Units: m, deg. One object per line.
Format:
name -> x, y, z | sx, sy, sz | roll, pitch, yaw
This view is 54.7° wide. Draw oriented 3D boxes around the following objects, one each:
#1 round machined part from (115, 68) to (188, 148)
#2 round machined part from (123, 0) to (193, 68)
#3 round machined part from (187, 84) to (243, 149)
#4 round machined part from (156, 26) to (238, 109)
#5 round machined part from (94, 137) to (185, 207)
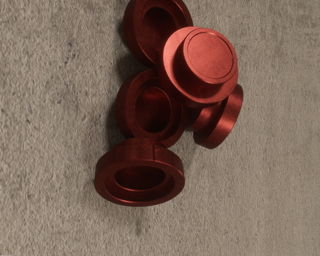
round machined part -> -0.014, -0.022, 0.384 | 0.099, 0.042, 0.097 | 0, 90, -40
round machined part -> -0.006, -0.121, 0.391 | 0.099, 0.042, 0.097 | 0, 90, -40
round machined part -> 0.068, -0.024, 0.424 | 0.042, 0.098, 0.098 | 23, 74, -10
round machined part -> 0.049, -0.075, 0.359 | 0.099, 0.042, 0.098 | 6, 73, -19
round machined part -> -0.023, 0.047, 0.351 | 0.098, 0.098, 0.042 | 35, 36, -35
